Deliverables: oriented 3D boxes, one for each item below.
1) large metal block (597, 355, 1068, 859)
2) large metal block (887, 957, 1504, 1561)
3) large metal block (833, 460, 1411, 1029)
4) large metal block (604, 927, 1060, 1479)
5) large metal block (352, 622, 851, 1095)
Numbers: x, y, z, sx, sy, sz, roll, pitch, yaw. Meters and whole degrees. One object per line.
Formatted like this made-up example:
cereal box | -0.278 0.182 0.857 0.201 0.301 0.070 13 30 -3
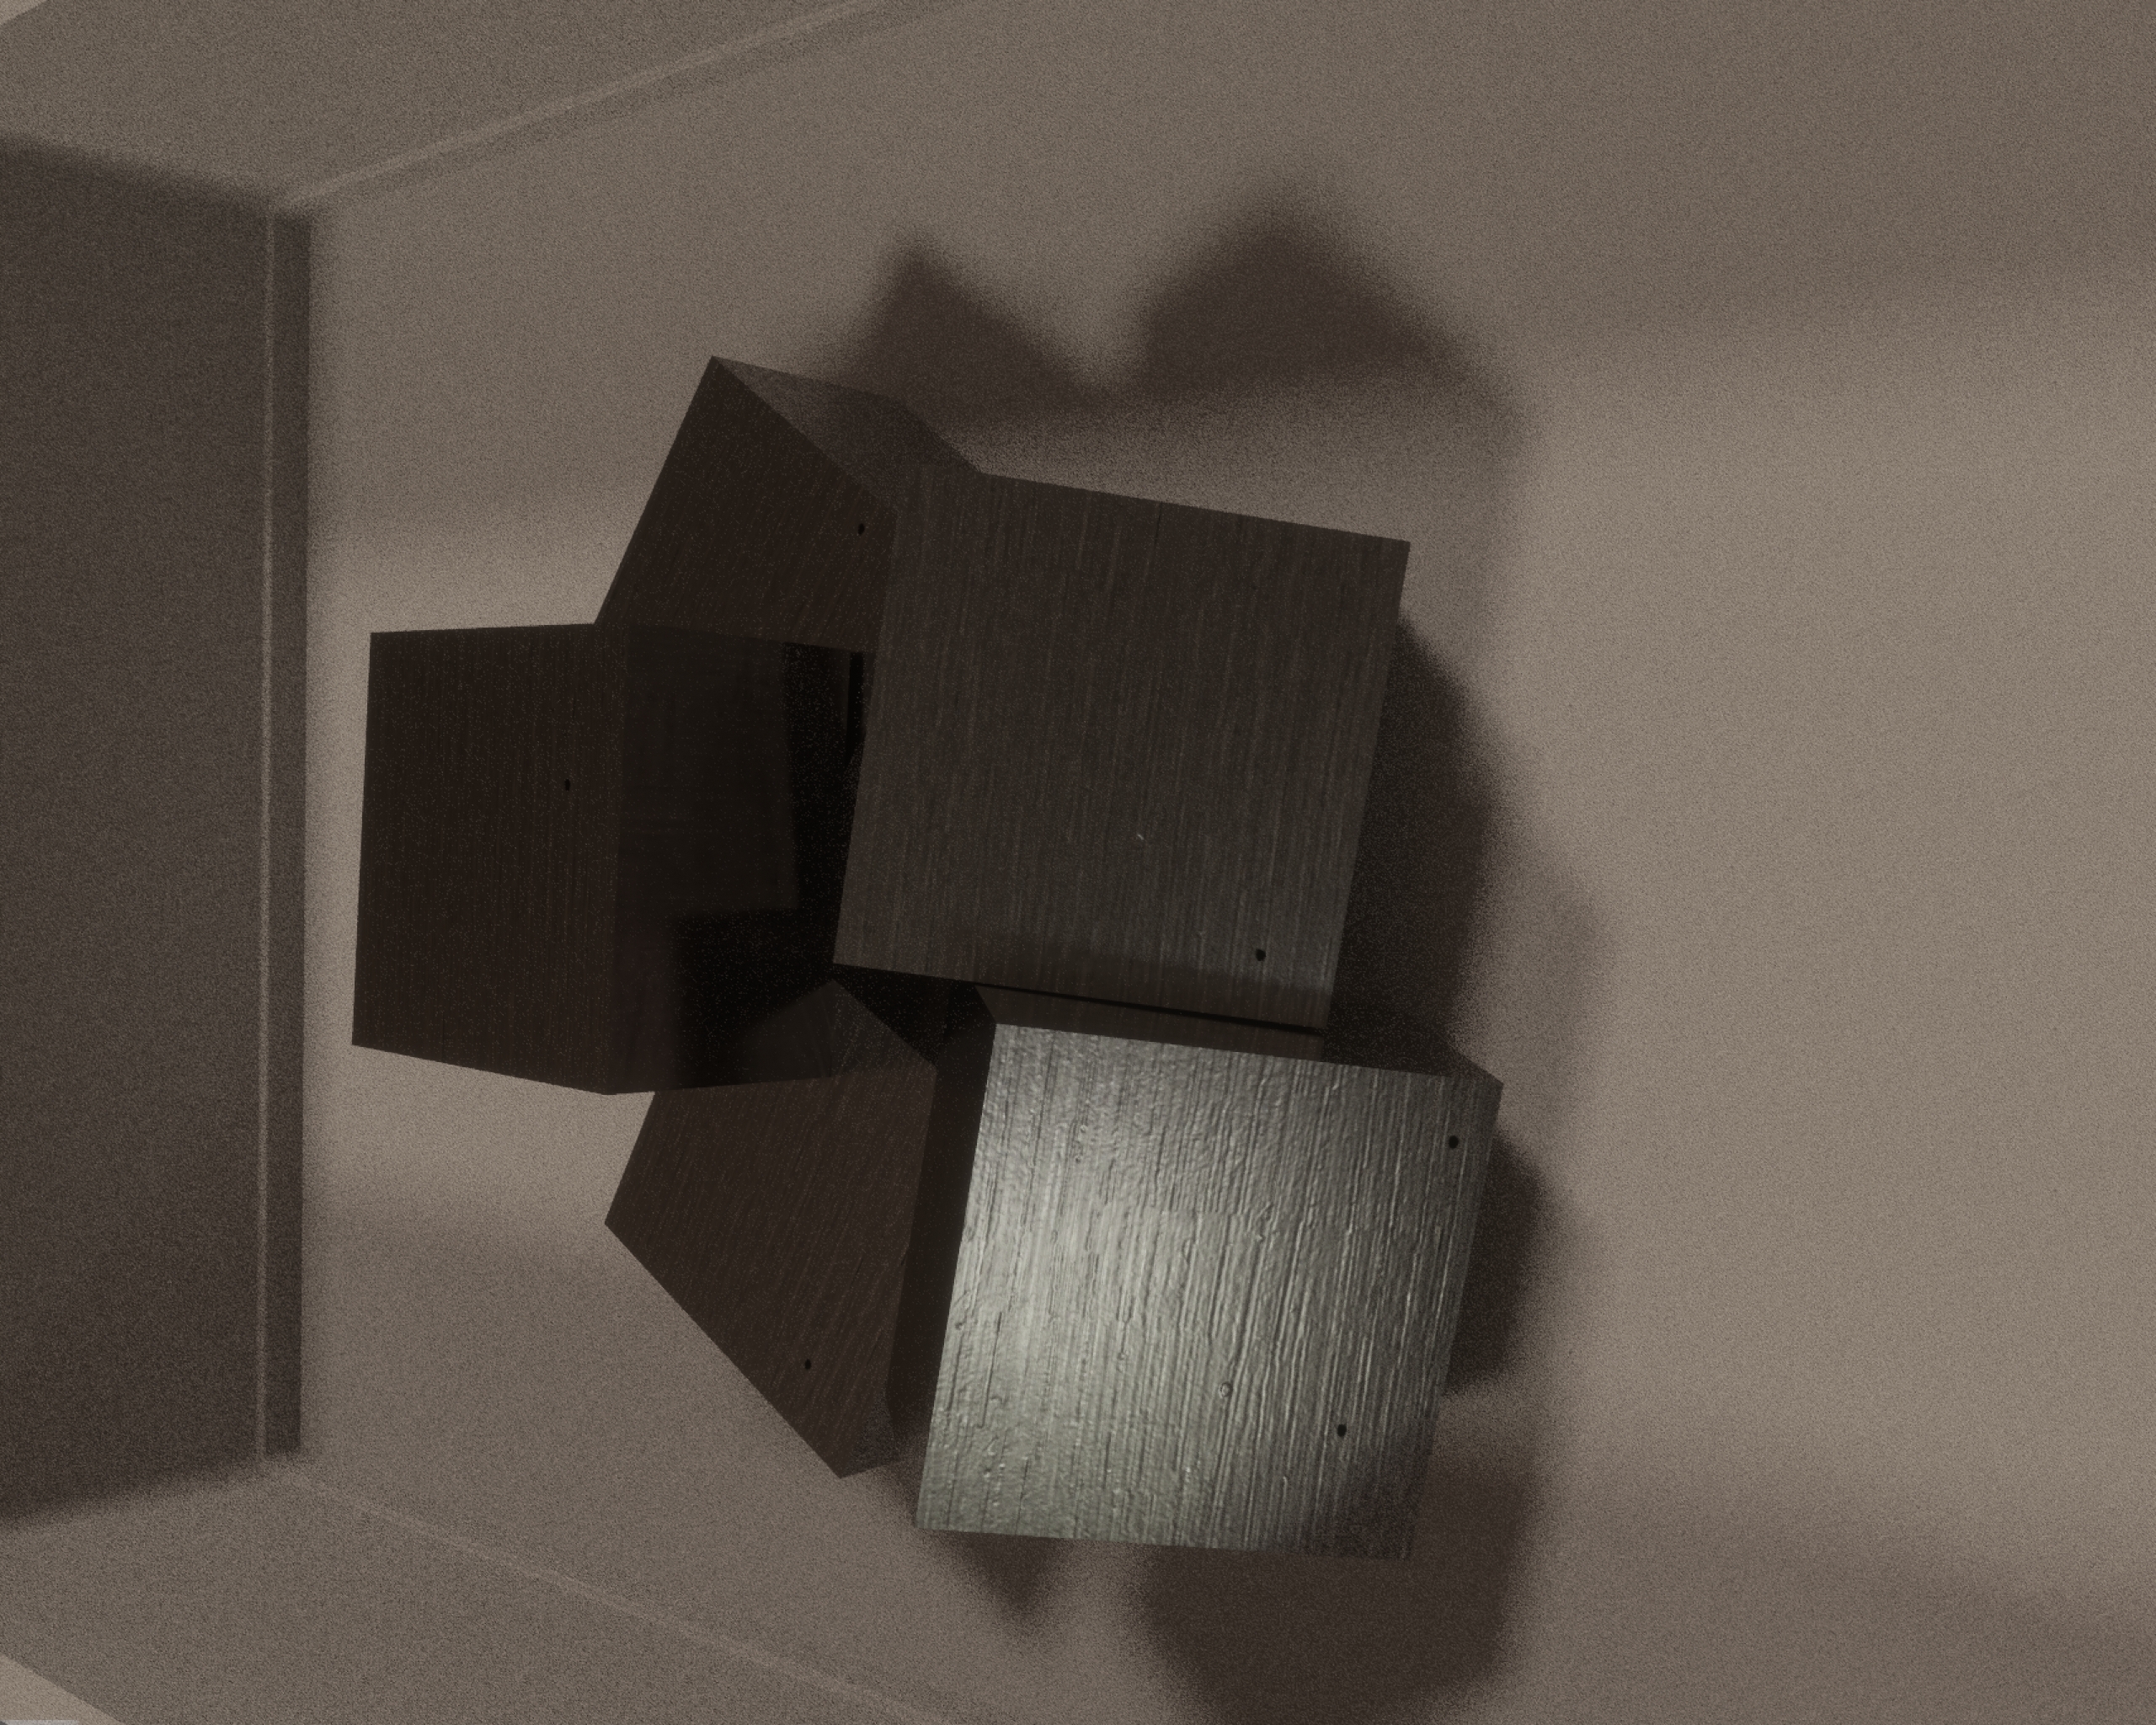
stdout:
large metal block | -0.050 -0.045 0.428 0.080 0.050 0.080 43 116 31
large metal block | 0.016 0.064 0.345 0.050 0.081 0.079 -138 57 -76
large metal block | 0.005 -0.021 0.355 0.081 0.050 0.079 8 97 -6
large metal block | -0.039 0.060 0.415 0.080 0.050 0.079 37 112 33
large metal block | -0.091 -0.002 0.394 0.080 0.050 0.079 4 91 40
